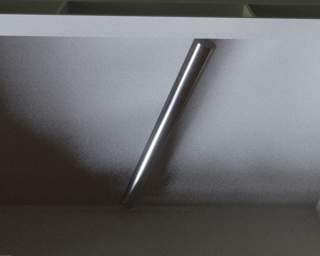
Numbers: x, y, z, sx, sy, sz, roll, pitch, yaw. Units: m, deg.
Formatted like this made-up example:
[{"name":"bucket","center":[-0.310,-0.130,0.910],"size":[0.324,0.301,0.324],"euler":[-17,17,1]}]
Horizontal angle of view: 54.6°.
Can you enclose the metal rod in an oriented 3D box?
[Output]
[{"name":"metal rod","center":[-0.002,0.016,0.419],"size":[0.025,0.025,0.298],"euler":[15,129,-13]}]
